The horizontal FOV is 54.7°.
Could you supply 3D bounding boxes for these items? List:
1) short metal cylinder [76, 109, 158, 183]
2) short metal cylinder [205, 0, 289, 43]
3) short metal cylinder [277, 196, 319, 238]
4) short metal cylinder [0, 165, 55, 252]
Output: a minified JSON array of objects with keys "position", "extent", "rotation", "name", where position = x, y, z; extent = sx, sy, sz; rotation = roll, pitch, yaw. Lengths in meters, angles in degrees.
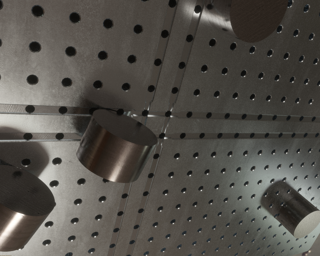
[{"position":[-0.050,0.020,0.362],"extent":[0.081,0.080,0.050],"rotation":[16,110,-35],"name":"short metal cylinder"},{"position":[0.100,-0.146,0.361],"extent":[0.081,0.050,0.079],"rotation":[-14,125,-21],"name":"short metal cylinder"},{"position":[0.313,0.199,0.693],"extent":[0.081,0.050,0.079],"rotation":[-14,124,-21],"name":"short metal cylinder"},{"position":[-0.165,0.086,0.339],"extent":[0.080,0.080,0.050],"rotation":[31,101,-38],"name":"short metal cylinder"}]
